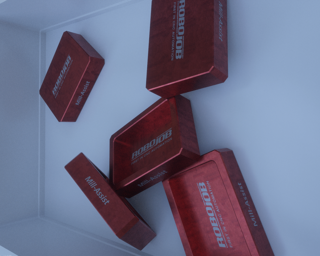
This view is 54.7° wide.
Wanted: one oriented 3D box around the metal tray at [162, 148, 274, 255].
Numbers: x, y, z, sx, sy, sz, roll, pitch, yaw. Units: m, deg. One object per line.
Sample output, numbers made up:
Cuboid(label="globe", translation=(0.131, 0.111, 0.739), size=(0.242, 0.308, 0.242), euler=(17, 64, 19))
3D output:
Cuboid(label="metal tray", translation=(0.060, 0.098, 0.352), size=(0.090, 0.030, 0.129), euler=(-30, 72, 35))

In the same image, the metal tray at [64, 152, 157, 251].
Cuboid(label="metal tray", translation=(-0.066, 0.098, 0.417), size=(0.030, 0.090, 0.130), euler=(-42, 58, -11))

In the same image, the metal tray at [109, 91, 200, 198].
Cuboid(label="metal tray", translation=(-0.014, 0.024, 0.391), size=(0.130, 0.030, 0.090), euler=(-34, 46, 34))

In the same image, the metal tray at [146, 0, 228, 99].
Cuboid(label="metal tray", translation=(0.030, -0.107, 0.356), size=(0.090, 0.030, 0.129), euler=(-11, 68, 39))

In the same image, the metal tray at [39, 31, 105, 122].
Cuboid(label="metal tray", translation=(-0.153, -0.085, 0.527), size=(0.090, 0.030, 0.129), euler=(47, 118, 29))
